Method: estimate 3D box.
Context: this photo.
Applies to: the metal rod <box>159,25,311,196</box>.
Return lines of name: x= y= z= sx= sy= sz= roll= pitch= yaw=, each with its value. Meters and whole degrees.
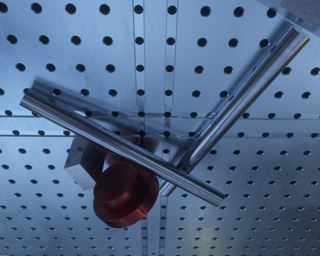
metal rod: x=0.078 y=-0.001 z=0.411 sx=0.025 sy=0.025 sz=0.298 roll=22 pitch=127 yaw=-18

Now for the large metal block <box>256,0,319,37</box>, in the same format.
large metal block: x=0.148 y=-0.131 z=0.274 sx=0.080 sy=0.050 sz=0.080 roll=21 pitch=112 yaw=-18

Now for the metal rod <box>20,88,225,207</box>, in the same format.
metal rod: x=-0.038 y=0.033 z=0.417 sx=0.301 sy=0.025 sz=0.025 roll=30 pitch=124 yaw=-16

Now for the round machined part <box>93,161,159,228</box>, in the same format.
round machined part: x=-0.054 y=0.086 z=0.437 sx=0.098 sy=0.098 sz=0.042 roll=-22 pitch=127 yaw=17

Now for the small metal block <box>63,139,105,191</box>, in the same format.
small metal block: x=-0.105 y=0.051 z=0.437 sx=0.025 sy=0.050 sz=0.050 roll=-18 pitch=128 yaw=15
